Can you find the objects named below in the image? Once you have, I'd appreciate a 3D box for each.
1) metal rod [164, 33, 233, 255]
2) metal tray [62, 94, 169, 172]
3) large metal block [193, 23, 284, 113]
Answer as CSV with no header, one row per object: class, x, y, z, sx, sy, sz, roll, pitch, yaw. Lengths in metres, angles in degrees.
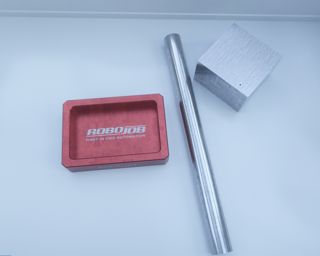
metal rod,0.045,0.006,0.407,0.025,0.025,0.299,-10,70,-4
metal tray,-0.057,0.006,0.404,0.131,0.030,0.090,-5,70,-2
large metal block,0.106,-0.083,0.428,0.080,0.050,0.080,39,74,13
